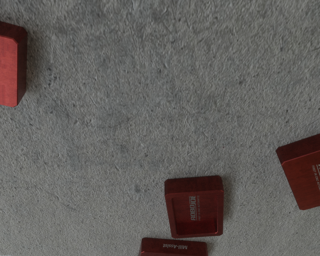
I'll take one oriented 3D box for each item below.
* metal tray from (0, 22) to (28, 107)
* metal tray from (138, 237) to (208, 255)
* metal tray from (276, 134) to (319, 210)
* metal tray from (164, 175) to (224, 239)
[{"bbox_3d":[-0.217,-0.079,0.335,0.131,0.030,0.089,13,129,-11],"label":"metal tray"},{"bbox_3d":[0.023,0.264,0.629,0.131,0.030,0.089,7,130,-6],"label":"metal tray"},{"bbox_3d":[0.237,0.067,0.463,0.090,0.030,0.130,-22,127,17],"label":"metal tray"},{"bbox_3d":[0.059,0.136,0.519,0.091,0.030,0.129,-5,130,4],"label":"metal tray"}]
